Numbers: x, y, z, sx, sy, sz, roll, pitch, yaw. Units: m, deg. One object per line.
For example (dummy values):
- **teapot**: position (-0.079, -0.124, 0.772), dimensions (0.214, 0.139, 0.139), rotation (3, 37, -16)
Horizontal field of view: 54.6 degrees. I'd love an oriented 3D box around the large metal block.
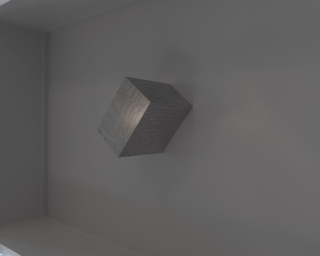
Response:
- **large metal block**: position (-0.018, -0.012, 0.387), dimensions (0.050, 0.081, 0.080), rotation (47, 118, 30)
